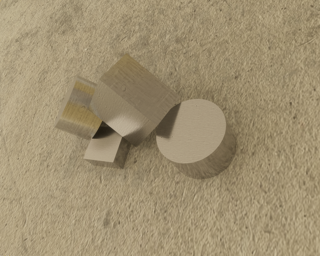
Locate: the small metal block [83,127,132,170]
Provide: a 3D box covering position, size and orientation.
[{"bbox_3d":[-0.069,0.026,0.423,0.050,0.025,0.050,3,63,29],"label":"small metal block"}]

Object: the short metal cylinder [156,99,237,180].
[{"bbox_3d":[0.043,0.013,0.358,0.080,0.050,0.080,-13,56,20],"label":"short metal cylinder"}]

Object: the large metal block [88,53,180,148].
[{"bbox_3d":[-0.035,-0.030,0.382,0.080,0.080,0.050,39,60,-3],"label":"large metal block"}]

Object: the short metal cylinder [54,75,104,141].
[{"bbox_3d":[-0.110,-0.028,0.439,0.080,0.050,0.080,-49,27,37],"label":"short metal cylinder"}]

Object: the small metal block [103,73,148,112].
[{"bbox_3d":[-0.050,-0.052,0.462,0.050,0.025,0.050,-1,61,27],"label":"small metal block"}]
